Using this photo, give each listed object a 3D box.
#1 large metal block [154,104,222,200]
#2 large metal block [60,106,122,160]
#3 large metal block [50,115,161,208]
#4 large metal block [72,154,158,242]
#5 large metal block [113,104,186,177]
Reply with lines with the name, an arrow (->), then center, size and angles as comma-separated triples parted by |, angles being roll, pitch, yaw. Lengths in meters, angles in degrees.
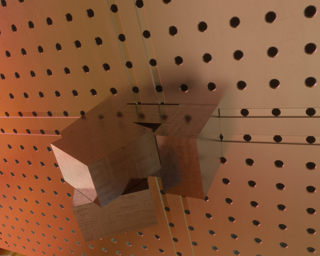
large metal block -> 0.037, 0.025, 0.370 | 0.050, 0.080, 0.079 | 4, 120, 26
large metal block -> -0.080, 0.022, 0.430 | 0.050, 0.080, 0.079 | 2, 119, 27
large metal block -> -0.059, 0.031, 0.342 | 0.080, 0.081, 0.050 | 18, 128, 45
large metal block -> -0.051, 0.076, 0.362 | 0.081, 0.080, 0.050 | -13, 116, -3
large metal block -> -0.016, 0.016, 0.409 | 0.080, 0.050, 0.079 | 3, 120, 26
